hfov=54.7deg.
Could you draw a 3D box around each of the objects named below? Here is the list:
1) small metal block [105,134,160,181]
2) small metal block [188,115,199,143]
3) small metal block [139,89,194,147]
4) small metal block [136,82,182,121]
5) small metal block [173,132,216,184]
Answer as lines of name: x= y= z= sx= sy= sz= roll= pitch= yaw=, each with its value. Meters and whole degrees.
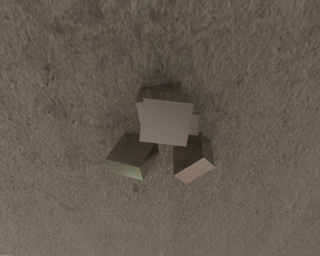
small metal block: x=-0.035 y=0.037 z=0.412 sx=0.050 sy=0.050 sz=0.025 roll=11 pitch=134 yaw=24
small metal block: x=0.019 y=0.000 z=0.392 sx=0.050 sy=0.025 sz=0.050 roll=5 pitch=167 yaw=-5
small metal block: x=0.006 y=-0.011 z=0.330 sx=0.050 sy=0.025 sz=0.050 roll=7 pitch=117 yaw=-2
small metal block: x=0.001 y=-0.031 z=0.362 sx=0.050 sy=0.050 sz=0.025 roll=-7 pitch=116 yaw=6
small metal block: x=0.045 y=0.041 z=0.427 sx=0.050 sy=0.050 sz=0.025 roll=-35 pitch=122 yaw=26
